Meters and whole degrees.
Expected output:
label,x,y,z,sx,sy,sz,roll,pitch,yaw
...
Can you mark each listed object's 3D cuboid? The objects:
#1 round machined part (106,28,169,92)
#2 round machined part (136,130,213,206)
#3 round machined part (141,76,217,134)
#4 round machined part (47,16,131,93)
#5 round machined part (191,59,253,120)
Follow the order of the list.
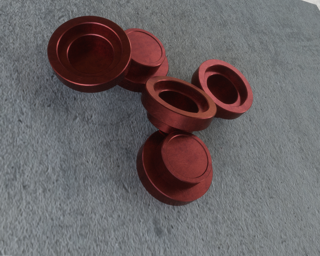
label,x,y,z,sx,sy,sz,roll,pitch,yaw
round machined part,-0.031,-0.102,0.441,0.099,0.042,0.098,14,56,-21
round machined part,0.024,0.042,0.382,0.099,0.042,0.098,14,56,-21
round machined part,0.021,-0.026,0.409,0.099,0.042,0.098,16,33,-11
round machined part,-0.086,-0.088,0.389,0.099,0.042,0.098,2,70,-6
round machined part,0.091,-0.055,0.479,0.099,0.042,0.098,14,56,-21
